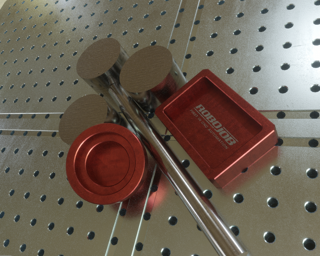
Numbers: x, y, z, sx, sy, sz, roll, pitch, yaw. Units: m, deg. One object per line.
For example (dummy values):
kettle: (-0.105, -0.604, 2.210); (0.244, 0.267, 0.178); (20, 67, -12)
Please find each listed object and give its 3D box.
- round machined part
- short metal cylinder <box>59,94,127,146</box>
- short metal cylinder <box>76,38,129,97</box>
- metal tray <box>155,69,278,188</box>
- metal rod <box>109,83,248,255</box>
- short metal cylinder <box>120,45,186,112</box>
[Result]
round machined part: (-0.063, 0.046, 0.389); (0.098, 0.042, 0.098); (-2, 78, 9)
short metal cylinder: (-0.096, -0.001, 0.443); (0.080, 0.050, 0.080); (-13, 56, 21)
short metal cylinder: (-0.085, -0.097, 0.497); (0.080, 0.050, 0.080); (-13, 56, 21)
metal tray: (0.063, -0.005, 0.374); (0.090, 0.030, 0.130); (-40, 51, 2)
metal rod: (0.003, 0.033, 0.387); (0.025, 0.025, 0.300); (-39, 51, 2)
short metal cylinder: (-0.009, -0.069, 0.439); (0.080, 0.050, 0.080); (-13, 56, 21)
